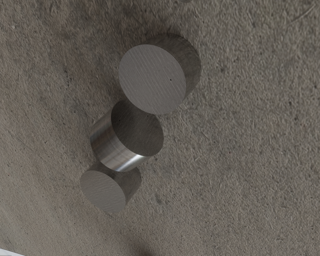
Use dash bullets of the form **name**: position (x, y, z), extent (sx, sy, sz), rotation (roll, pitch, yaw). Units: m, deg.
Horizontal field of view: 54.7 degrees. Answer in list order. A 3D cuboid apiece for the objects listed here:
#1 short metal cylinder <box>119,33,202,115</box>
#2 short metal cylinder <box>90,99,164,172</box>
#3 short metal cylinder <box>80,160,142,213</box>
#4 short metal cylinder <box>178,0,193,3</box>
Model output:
- **short metal cylinder**: position (0.001, -0.062, 0.352), extent (0.080, 0.050, 0.079), rotation (13, 124, 21)
- **short metal cylinder**: position (-0.042, 0.010, 0.400), extent (0.080, 0.080, 0.050), rotation (49, 129, -6)
- **short metal cylinder**: position (-0.076, 0.084, 0.483), extent (0.080, 0.050, 0.079), rotation (13, 124, 21)
- **short metal cylinder**: position (0.023, -0.156, 0.262), extent (0.050, 0.080, 0.080), rotation (-25, 105, 37)
